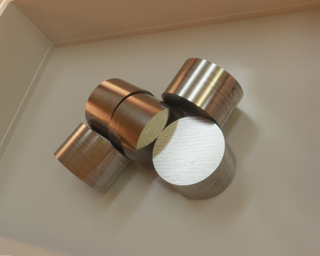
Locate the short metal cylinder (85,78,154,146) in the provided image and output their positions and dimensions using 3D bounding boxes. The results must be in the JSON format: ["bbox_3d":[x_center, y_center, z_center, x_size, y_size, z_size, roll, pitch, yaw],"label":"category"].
[{"bbox_3d":[-0.049,-0.019,0.404,0.050,0.080,0.080,29,77,37],"label":"short metal cylinder"}]

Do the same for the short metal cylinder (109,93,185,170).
[{"bbox_3d":[-0.014,0.004,0.373,0.050,0.080,0.080,30,78,37],"label":"short metal cylinder"}]

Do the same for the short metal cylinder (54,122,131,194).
[{"bbox_3d":[-0.083,0.037,0.388,0.080,0.080,0.050,33,80,38],"label":"short metal cylinder"}]

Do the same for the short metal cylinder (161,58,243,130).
[{"bbox_3d":[0.049,-0.036,0.364,0.080,0.080,0.050,26,76,36],"label":"short metal cylinder"}]

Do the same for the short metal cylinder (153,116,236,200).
[{"bbox_3d":[0.039,0.034,0.345,0.080,0.050,0.080,-13,56,20],"label":"short metal cylinder"}]
